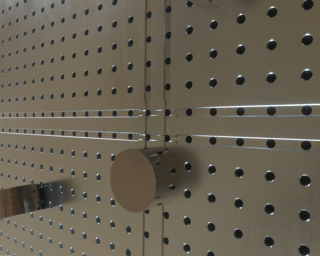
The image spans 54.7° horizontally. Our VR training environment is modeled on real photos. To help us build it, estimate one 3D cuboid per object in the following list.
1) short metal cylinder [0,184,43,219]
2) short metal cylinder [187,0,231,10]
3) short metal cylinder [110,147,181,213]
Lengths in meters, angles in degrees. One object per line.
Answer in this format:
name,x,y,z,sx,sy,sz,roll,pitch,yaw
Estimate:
short metal cylinder,-0.270,0.141,0.593,0.080,0.081,0.050,-22,77,37
short metal cylinder,0.051,-0.182,0.350,0.080,0.050,0.079,0,90,39
short metal cylinder,-0.020,0.066,0.407,0.080,0.050,0.079,0,90,39
